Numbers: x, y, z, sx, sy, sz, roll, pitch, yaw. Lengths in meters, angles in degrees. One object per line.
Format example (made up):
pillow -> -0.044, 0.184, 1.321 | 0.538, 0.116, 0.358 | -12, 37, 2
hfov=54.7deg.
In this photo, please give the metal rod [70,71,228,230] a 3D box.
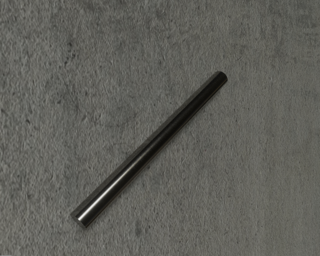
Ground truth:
metal rod -> 0.004, 0.011, 0.412 | 0.301, 0.025, 0.025 | -44, 117, -31
